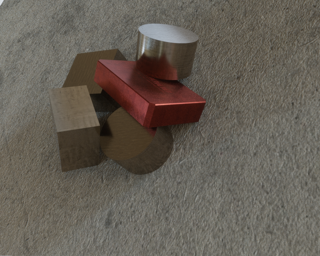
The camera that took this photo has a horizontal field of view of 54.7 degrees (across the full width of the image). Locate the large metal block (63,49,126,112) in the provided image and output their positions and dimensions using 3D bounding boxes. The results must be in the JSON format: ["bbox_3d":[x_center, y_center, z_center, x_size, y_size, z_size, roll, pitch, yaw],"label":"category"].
[{"bbox_3d":[-0.097,-0.072,0.481,0.080,0.050,0.080,1,62,28],"label":"large metal block"}]

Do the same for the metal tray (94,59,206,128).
[{"bbox_3d":[-0.016,-0.049,0.404,0.130,0.091,0.030,41,125,39],"label":"metal tray"}]

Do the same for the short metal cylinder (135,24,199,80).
[{"bbox_3d":[0.008,-0.106,0.425,0.081,0.050,0.080,7,33,-4],"label":"short metal cylinder"}]

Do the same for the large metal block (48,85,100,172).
[{"bbox_3d":[-0.117,0.000,0.422,0.050,0.079,0.080,-10,49,-21],"label":"large metal block"}]

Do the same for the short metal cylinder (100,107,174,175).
[{"bbox_3d":[-0.029,0.014,0.397,0.080,0.050,0.080,-13,56,21],"label":"short metal cylinder"}]
